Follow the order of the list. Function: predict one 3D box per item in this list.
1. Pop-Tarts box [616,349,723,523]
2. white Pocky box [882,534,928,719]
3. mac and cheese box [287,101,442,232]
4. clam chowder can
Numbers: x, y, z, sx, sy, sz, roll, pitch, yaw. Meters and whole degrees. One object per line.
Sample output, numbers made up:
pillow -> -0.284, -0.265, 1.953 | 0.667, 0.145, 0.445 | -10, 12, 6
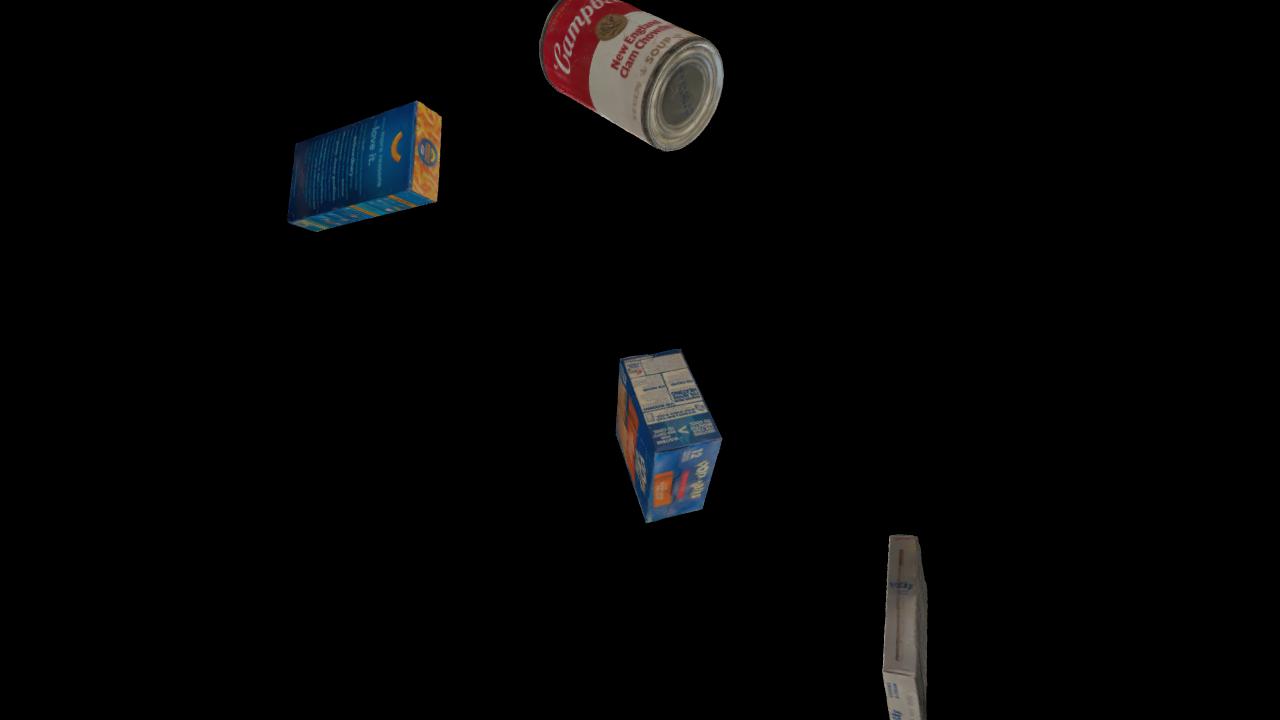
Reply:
Pop-Tarts box -> 0.028, 0.095, 0.762 | 0.083, 0.141, 0.167 | -12, -39, -13
white Pocky box -> 0.233, 0.235, 0.535 | 0.028, 0.084, 0.154 | -6, 24, 27
mac and cheese box -> -0.284, -0.193, 0.629 | 0.184, 0.093, 0.041 | -3, -10, 28
clam chowder can -> -0.006, -0.182, 0.386 | 0.102, 0.068, 0.068 | 40, 22, 28
